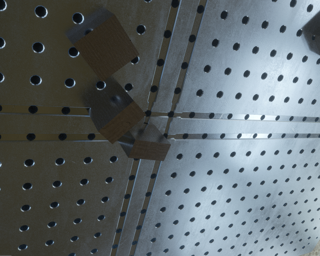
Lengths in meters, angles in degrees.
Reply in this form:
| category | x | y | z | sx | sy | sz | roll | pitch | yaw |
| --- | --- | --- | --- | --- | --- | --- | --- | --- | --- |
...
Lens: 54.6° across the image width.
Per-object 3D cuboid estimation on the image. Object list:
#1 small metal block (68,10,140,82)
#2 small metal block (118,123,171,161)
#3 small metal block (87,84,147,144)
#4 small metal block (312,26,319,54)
| category | x | y | z | sx | sy | sz | roll | pitch | yaw |
| --- | --- | --- | --- | --- | --- | --- | --- | --- | --- |
| small metal block | -0.058 | -0.086 | 0.326 | 0.050 | 0.025 | 0.050 | -37 | 129 | -3 |
| small metal block | -0.022 | 0.016 | 0.392 | 0.050 | 0.050 | 0.025 | 9 | 114 | -32 |
| small metal block | -0.051 | -0.017 | 0.356 | 0.050 | 0.050 | 0.025 | -41 | 129 | 0 |
| small metal block | 0.265 | -0.140 | 0.468 | 0.050 | 0.025 | 0.050 | -45 | 129 | 3 |
